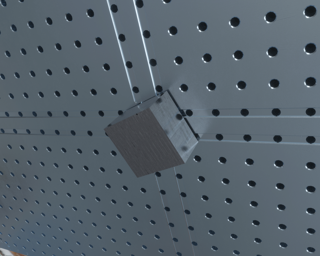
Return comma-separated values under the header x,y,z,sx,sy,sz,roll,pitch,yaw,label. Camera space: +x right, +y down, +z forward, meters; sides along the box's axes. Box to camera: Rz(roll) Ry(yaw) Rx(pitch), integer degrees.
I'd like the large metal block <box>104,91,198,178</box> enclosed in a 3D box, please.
x,y,z,sx,sy,sz,roll,pitch,yaw,label
-0.011,0.010,0.402,0.080,0.050,0.080,-23,107,36,large metal block
